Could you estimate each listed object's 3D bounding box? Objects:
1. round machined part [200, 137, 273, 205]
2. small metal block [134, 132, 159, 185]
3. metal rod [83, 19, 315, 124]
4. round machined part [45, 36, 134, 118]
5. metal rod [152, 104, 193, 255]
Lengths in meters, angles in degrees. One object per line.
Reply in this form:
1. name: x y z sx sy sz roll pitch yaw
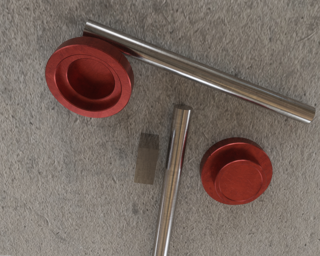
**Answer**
1. round machined part: 0.106 0.065 0.426 0.099 0.042 0.097 0 110 0
2. small metal block: -0.018 0.040 0.411 0.025 0.050 0.050 8 110 -3
3. metal rod: 0.054 -0.067 0.385 0.302 0.025 0.025 20 109 -8
4. round machined part: -0.079 -0.062 0.366 0.099 0.042 0.097 4 131 5
5. metal rod: 0.012 0.112 0.451 0.025 0.025 0.298 7 110 -3
